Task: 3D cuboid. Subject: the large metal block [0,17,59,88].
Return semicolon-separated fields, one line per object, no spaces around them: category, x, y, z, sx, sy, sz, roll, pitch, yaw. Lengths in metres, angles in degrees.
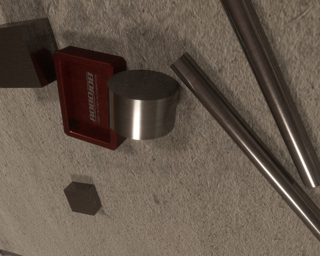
large metal block;-0.187;-0.101;0.424;0.080;0.050;0.079;3;120;26

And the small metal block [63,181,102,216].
small metal block;-0.138;0.126;0.555;0.050;0.025;0.050;2;120;27

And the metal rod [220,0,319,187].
metal rod;0.103;-0.066;0.311;0.025;0.025;0.299;-19;109;35

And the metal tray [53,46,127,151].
metal tray;-0.093;-0.039;0.426;0.090;0.030;0.129;16;125;18

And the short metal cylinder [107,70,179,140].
short metal cylinder;-0.020;-0.029;0.363;0.080;0.080;0.050;17;125;18

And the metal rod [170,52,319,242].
metal rod;0.119;0.034;0.364;0.300;0.025;0.025;48;128;-7
